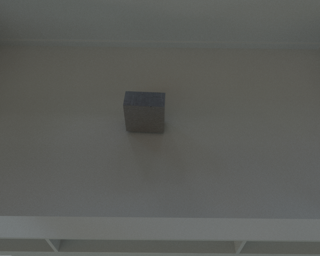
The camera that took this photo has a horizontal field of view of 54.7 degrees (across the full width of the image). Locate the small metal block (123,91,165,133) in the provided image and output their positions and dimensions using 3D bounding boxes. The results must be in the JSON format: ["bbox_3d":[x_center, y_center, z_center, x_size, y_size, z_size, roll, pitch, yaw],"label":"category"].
[{"bbox_3d":[-0.019,-0.020,0.401,0.050,0.050,0.025,2,50,2],"label":"small metal block"}]
